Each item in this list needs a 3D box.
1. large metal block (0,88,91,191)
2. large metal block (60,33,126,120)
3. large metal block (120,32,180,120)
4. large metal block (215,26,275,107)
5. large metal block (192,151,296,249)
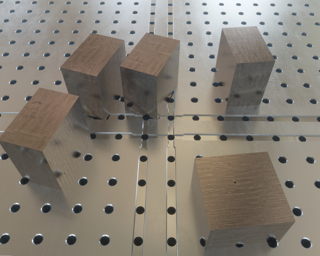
[{"bbox_3d":[-0.127,0.013,0.360,0.050,0.080,0.080,13,51,11],"label":"large metal block"},{"bbox_3d":[-0.086,-0.072,0.432,0.050,0.080,0.080,16,52,13],"label":"large metal block"},{"bbox_3d":[-0.011,-0.072,0.433,0.050,0.080,0.080,18,52,14],"label":"large metal block"},{"bbox_3d":[0.117,-0.088,0.447,0.050,0.080,0.080,-4,50,-4],"label":"large metal block"},{"bbox_3d":[0.082,0.075,0.329,0.080,0.050,0.080,-5,50,-4],"label":"large metal block"}]
